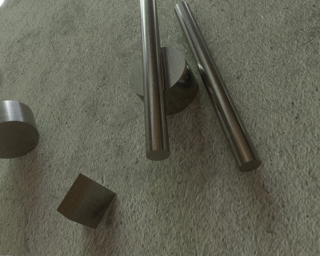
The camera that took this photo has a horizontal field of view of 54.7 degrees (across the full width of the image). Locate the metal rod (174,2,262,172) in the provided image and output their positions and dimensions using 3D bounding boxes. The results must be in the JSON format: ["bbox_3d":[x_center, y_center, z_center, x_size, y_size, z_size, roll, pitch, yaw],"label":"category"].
[{"bbox_3d":[0.065,-0.077,0.416,0.025,0.025,0.299,-24,53,13],"label":"metal rod"}]

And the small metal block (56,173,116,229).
[{"bbox_3d":[-0.088,0.090,0.379,0.025,0.050,0.050,19,72,35],"label":"small metal block"}]

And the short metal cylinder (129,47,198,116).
[{"bbox_3d":[0.006,-0.063,0.424,0.080,0.050,0.080,-13,56,21],"label":"short metal cylinder"}]

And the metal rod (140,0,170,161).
[{"bbox_3d":[-0.011,-0.096,0.404,0.025,0.025,0.299,-17,55,19],"label":"metal rod"}]

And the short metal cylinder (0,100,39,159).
[{"bbox_3d":[-0.239,0.003,0.492,0.080,0.080,0.050,-36,51,4],"label":"short metal cylinder"}]
